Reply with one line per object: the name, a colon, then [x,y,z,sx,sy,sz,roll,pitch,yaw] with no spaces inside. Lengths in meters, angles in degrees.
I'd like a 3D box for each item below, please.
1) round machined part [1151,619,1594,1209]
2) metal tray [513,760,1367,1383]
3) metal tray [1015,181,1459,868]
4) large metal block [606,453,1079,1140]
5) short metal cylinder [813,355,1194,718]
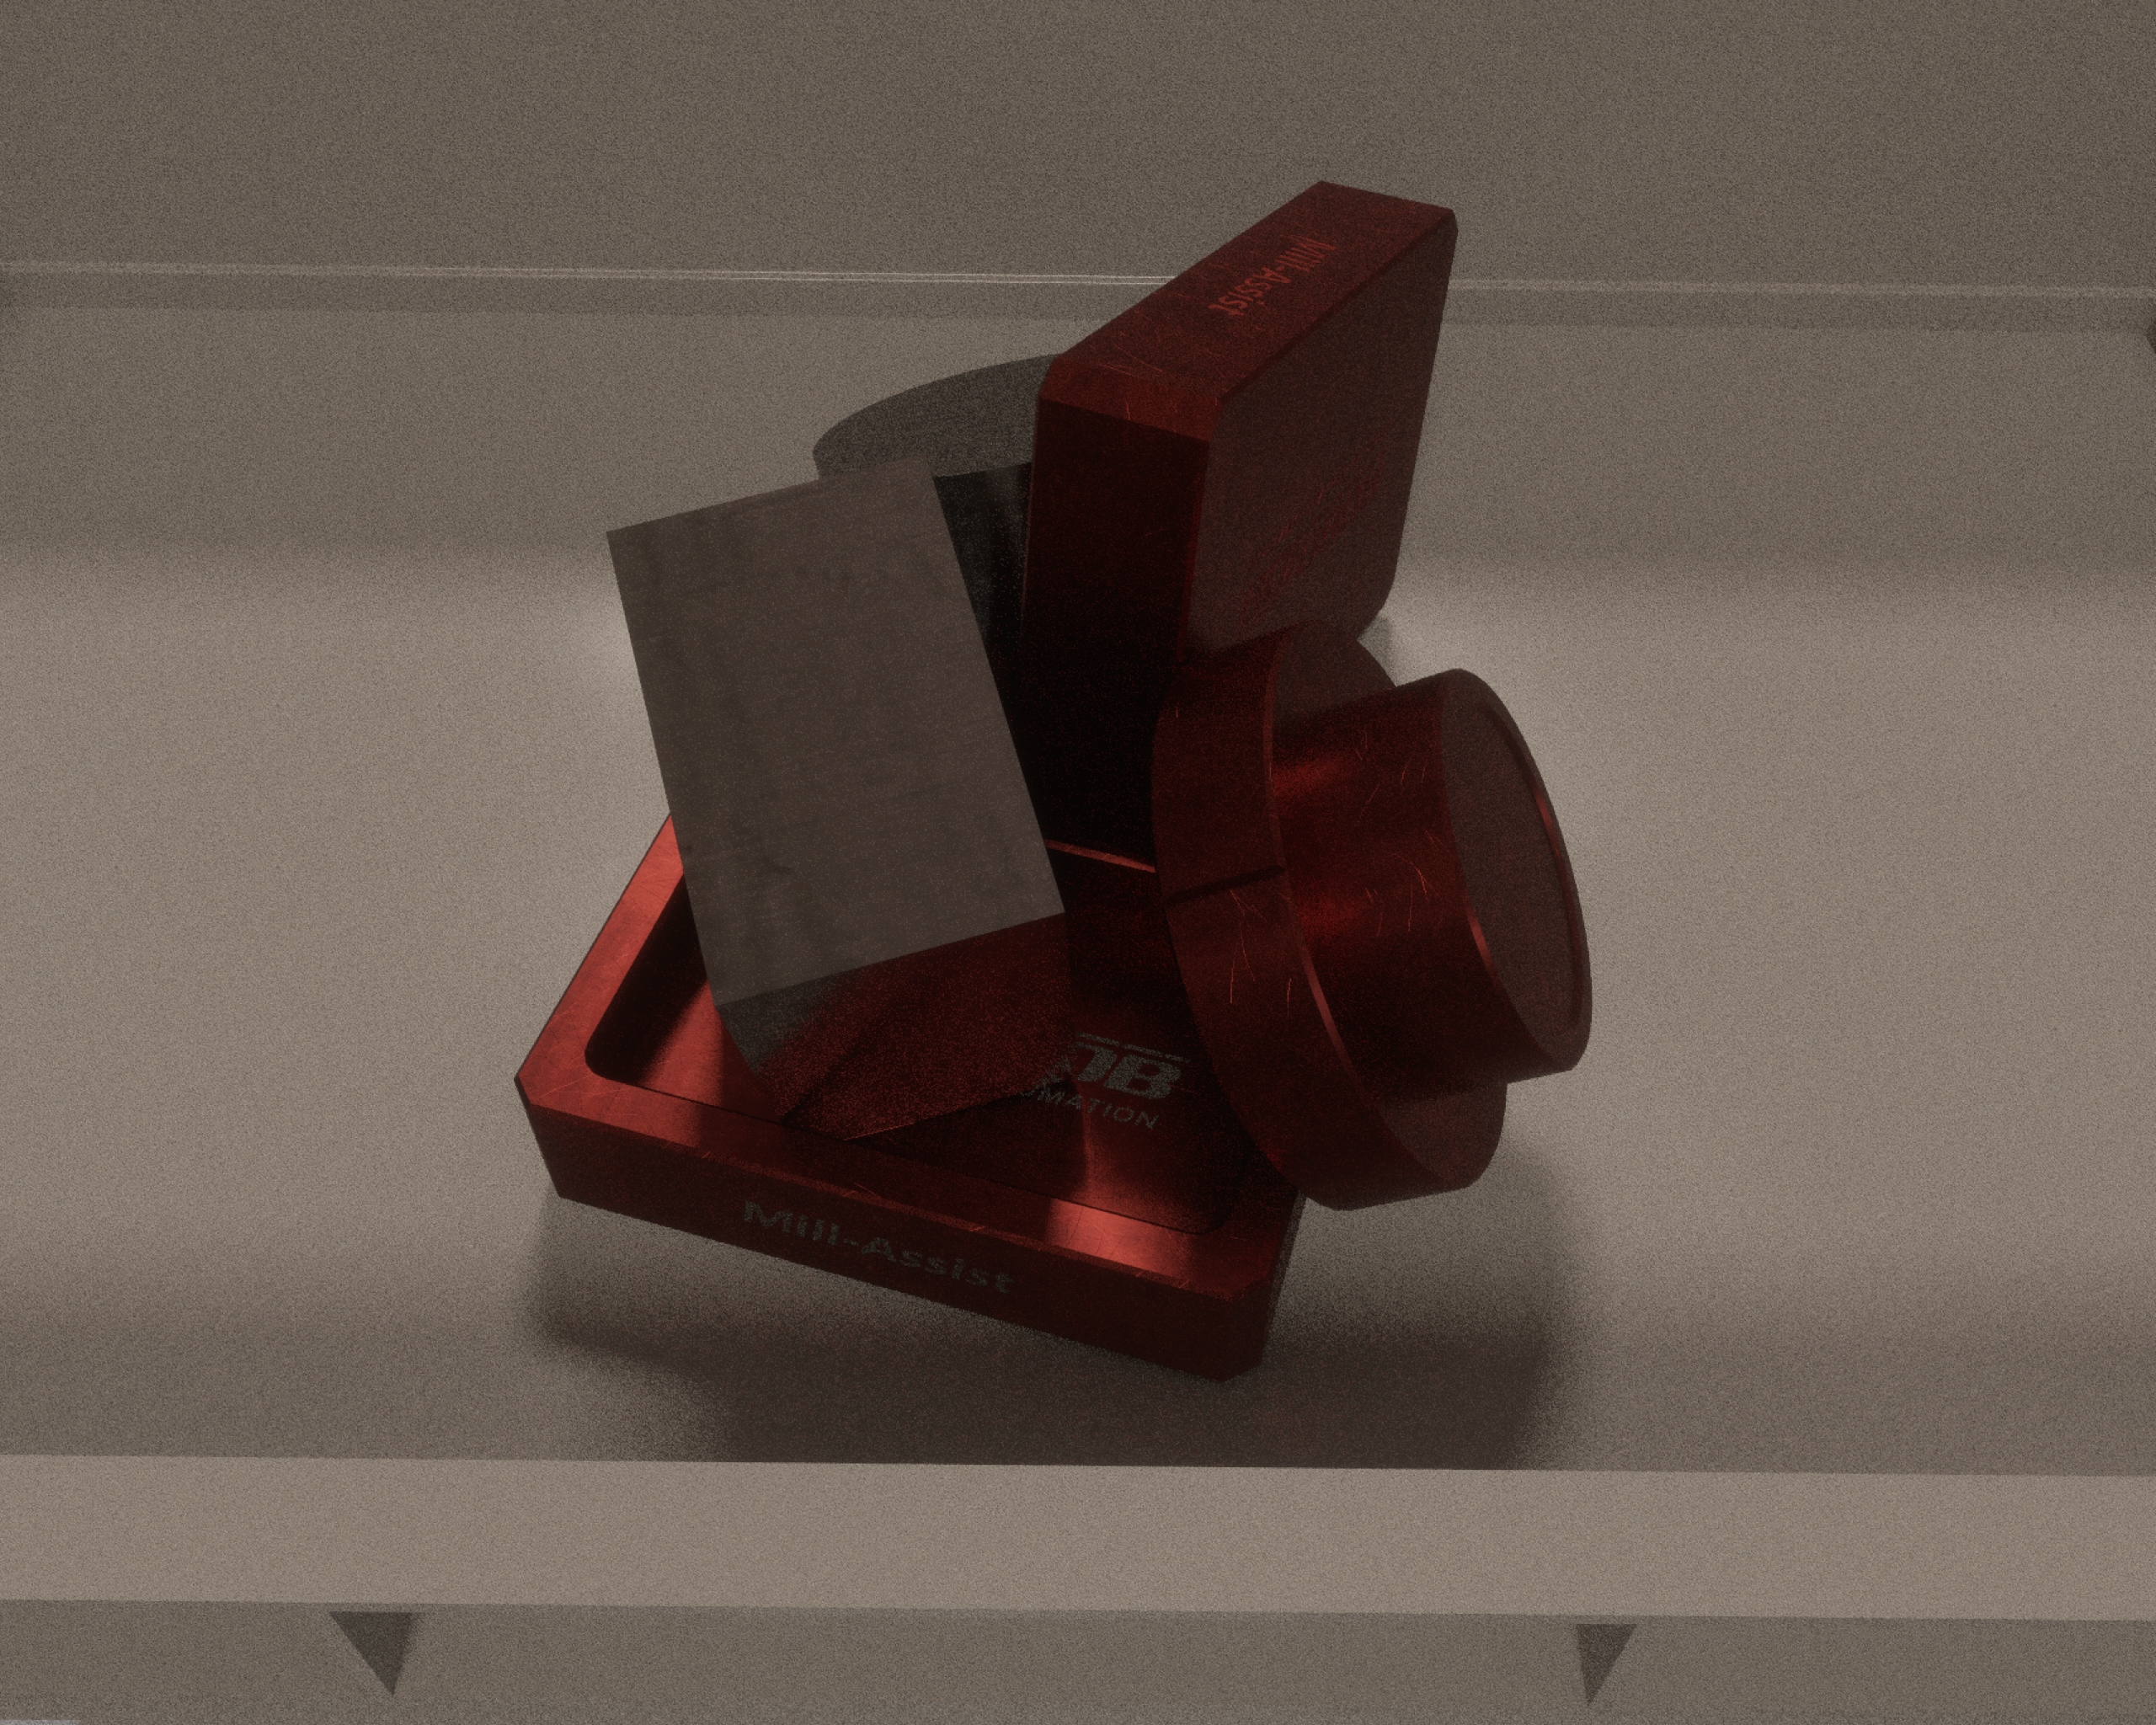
round machined part: [0.054,0.006,0.347,0.042,0.098,0.098,-17,45,26]
metal tray: [-0.020,0.031,0.373,0.131,0.030,0.090,13,51,11]
metal tray: [0.032,-0.069,0.399,0.030,0.089,0.131,19,37,19]
large metal block: [-0.036,-0.006,0.342,0.050,0.080,0.080,-15,68,-5]
short metal cylinder: [-0.008,-0.068,0.425,0.080,0.050,0.080,-10,27,5]
